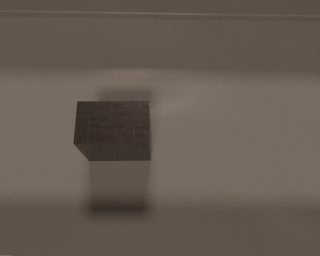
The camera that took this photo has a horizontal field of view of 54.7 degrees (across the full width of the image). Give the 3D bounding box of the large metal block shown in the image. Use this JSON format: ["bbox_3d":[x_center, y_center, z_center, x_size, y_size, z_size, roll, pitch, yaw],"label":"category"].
[{"bbox_3d":[-0.053,0.007,0.377,0.081,0.080,0.050,-1,70,-1],"label":"large metal block"}]
